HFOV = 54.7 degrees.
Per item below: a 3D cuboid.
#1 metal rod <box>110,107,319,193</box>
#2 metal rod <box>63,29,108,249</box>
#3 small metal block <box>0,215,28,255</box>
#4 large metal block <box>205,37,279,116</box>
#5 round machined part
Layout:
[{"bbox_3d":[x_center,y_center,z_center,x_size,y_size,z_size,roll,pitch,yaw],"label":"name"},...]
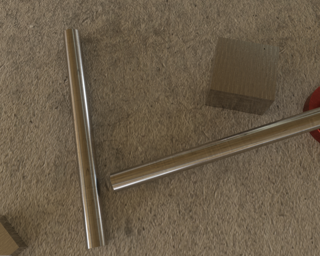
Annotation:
[{"bbox_3d":[0.086,0.022,0.378,0.301,0.025,0.025,-18,71,2],"label":"metal rod"},{"bbox_3d":[-0.101,-0.001,0.407,0.025,0.025,0.299,-10,70,-4],"label":"metal rod"},{"bbox_3d":[-0.192,0.136,0.356,0.050,0.025,0.050,-42,76,-14],"label":"small metal block"},{"bbox_3d":[0.110,-0.070,0.422,0.080,0.050,0.080,11,70,3],"label":"large metal block"},{"bbox_3d":[0.248,-0.021,0.410,0.099,0.042,0.098,0,70,-1],"label":"round machined part"}]
